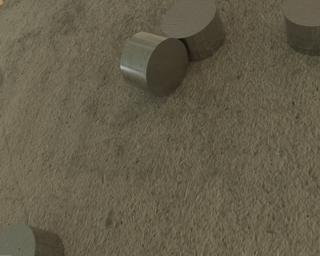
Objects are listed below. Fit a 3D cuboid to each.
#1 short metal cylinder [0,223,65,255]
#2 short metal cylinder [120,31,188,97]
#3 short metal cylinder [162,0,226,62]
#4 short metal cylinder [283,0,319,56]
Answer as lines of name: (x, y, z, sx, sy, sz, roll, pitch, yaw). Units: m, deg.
short metal cylinder: (-0.165, 0.161, 0.376, 0.080, 0.050, 0.080, -13, 56, 21)
short metal cylinder: (-0.007, -0.088, 0.427, 0.050, 0.080, 0.080, 27, 77, 37)
short metal cylinder: (0.049, -0.144, 0.450, 0.080, 0.050, 0.080, -13, 56, 21)
short metal cylinder: (0.192, -0.133, 0.369, 0.080, 0.050, 0.080, -13, 56, 21)
